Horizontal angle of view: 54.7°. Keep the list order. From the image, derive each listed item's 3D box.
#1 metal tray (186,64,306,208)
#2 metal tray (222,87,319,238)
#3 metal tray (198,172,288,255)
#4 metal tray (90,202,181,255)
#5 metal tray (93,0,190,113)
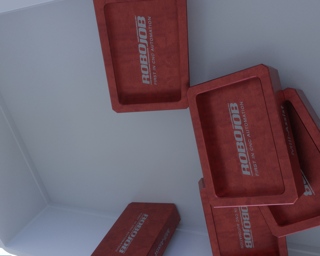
[{"bbox_3d":[0.083,0.011,0.314,0.090,0.030,0.129,-14,85,36],"label":"metal tray"},{"bbox_3d":[0.131,0.035,0.318,0.090,0.030,0.130,-33,74,34],"label":"metal tray"},{"bbox_3d":[0.105,0.120,0.387,0.090,0.030,0.129,-11,104,6],"label":"metal tray"},{"bbox_3d":[-0.035,0.166,0.460,0.090,0.131,0.030,-7,115,31],"label":"metal tray"},{"bbox_3d":[-0.015,-0.082,0.339,0.091,0.030,0.129,-3,120,3],"label":"metal tray"}]
